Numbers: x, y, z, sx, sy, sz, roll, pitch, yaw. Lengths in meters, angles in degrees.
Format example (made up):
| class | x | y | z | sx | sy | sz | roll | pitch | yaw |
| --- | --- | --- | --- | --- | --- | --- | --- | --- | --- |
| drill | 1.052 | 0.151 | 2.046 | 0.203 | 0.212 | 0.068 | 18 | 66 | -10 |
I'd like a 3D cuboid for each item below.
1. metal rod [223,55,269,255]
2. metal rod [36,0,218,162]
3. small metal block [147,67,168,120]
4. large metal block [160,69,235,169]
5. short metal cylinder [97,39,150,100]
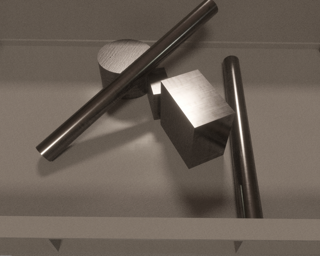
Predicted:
| class | x | y | z | sx | sy | sz | roll | pitch | yaw |
| --- | --- | --- | --- | --- | --- | --- | --- | --- | --- |
| metal rod | 0.103 | 0.009 | 0.399 | 0.025 | 0.025 | 0.300 | 3 | 50 | 2 |
| metal rod | -0.035 | -0.069 | 0.406 | 0.301 | 0.025 | 0.025 | -43 | 61 | -11 |
| small metal block | -0.001 | -0.047 | 0.429 | 0.025 | 0.050 | 0.050 | -9 | 51 | -8 |
| large metal block | 0.041 | -0.011 | 0.379 | 0.050 | 0.080 | 0.080 | -20 | 53 | -16 |
| short metal cylinder | -0.049 | -0.088 | 0.462 | 0.081 | 0.050 | 0.080 | 0 | 50 | 0 |
